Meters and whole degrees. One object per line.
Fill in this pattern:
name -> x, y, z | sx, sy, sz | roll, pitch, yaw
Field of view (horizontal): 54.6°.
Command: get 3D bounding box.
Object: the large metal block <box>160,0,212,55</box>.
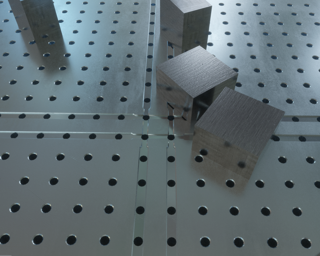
large metal block -> 0.041, -0.183, 0.526 | 0.050, 0.080, 0.080 | -21, 53, -17

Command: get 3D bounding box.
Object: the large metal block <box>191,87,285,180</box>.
large metal block -> 0.097, 0.004, 0.388 | 0.080, 0.050, 0.080 | 28, 55, 21

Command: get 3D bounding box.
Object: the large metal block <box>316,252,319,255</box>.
large metal block -> 0.161, 0.140, 0.255 | 0.050, 0.080, 0.080 | -27, 55, -21

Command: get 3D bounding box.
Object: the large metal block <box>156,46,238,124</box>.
large metal block -> 0.051, -0.065, 0.446 | 0.080, 0.050, 0.080 | -30, 56, -23

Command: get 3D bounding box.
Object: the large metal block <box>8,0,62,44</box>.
large metal block -> -0.225, -0.210, 0.547 | 0.050, 0.080, 0.080 | -33, 57, -24
